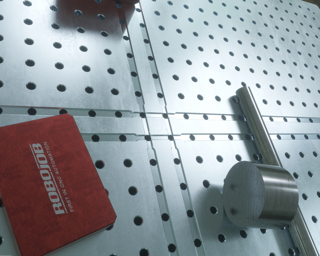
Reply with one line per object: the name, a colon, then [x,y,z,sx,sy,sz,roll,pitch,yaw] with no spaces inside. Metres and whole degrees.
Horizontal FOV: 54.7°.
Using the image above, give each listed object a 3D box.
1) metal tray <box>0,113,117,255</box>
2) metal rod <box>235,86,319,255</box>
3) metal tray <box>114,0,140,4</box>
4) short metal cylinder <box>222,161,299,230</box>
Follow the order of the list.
metal tray: [-0.112,0.054,0.312,0.091,0.030,0.130,-16,70,-34]
metal rod: [0.172,0.069,0.458,0.025,0.025,0.299,0,62,-28]
metal tray: [-0.080,-0.244,0.471,0.131,0.090,0.030,0,62,-29]
short metal cylinder: [0.123,0.084,0.388,0.050,0.080,0.080,11,57,-22]
